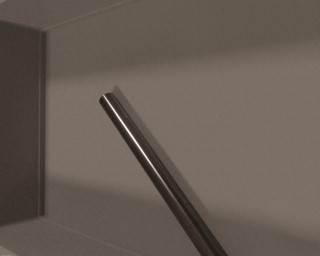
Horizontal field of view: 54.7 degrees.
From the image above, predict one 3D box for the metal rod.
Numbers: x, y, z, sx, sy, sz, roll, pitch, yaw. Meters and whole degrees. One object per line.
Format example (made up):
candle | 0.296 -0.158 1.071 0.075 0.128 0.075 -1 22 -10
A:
metal rod | 0.000 0.063 0.405 0.025 0.025 0.300 -52 60 27
